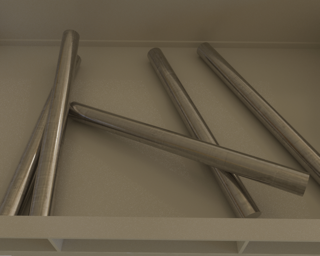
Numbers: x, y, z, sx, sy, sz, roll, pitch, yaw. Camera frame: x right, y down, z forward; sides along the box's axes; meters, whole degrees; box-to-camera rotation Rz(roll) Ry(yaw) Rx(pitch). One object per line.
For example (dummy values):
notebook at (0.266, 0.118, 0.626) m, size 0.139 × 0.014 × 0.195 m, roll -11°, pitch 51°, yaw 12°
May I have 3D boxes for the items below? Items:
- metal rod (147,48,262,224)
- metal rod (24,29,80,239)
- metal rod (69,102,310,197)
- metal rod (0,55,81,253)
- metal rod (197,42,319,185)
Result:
metal rod at (0.043, -0.013, 0.415) m, size 0.025 × 0.025 × 0.300 m, roll -16°, pitch 52°, yaw -13°
metal rod at (-0.130, -0.016, 0.394) m, size 0.025 × 0.025 × 0.299 m, roll -2°, pitch 57°, yaw -2°
metal rod at (0.013, 0.016, 0.367) m, size 0.301 × 0.025 × 0.025 m, roll 17°, pitch 52°, yaw 23°
metal rod at (-0.150, 0.004, 0.400) m, size 0.025 × 0.025 × 0.300 m, roll 4°, pitch 50°, yaw 3°
metal rod at (0.138, -0.029, 0.429) m, size 0.025 × 0.025 × 0.300 m, roll -21°, pitch 53°, yaw -17°
